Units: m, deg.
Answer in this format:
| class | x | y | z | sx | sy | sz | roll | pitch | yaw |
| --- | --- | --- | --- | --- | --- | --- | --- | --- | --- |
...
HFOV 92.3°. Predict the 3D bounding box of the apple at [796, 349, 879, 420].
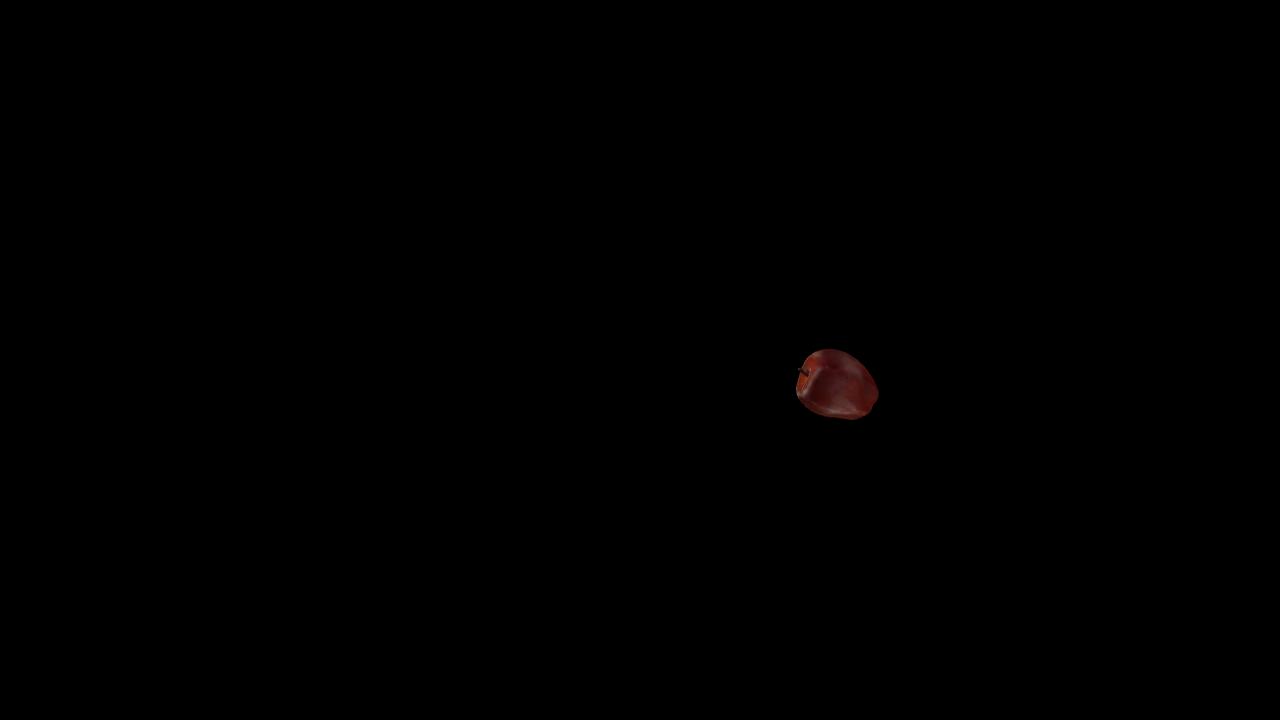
| class | x | y | z | sx | sy | sz | roll | pitch | yaw |
| --- | --- | --- | --- | --- | --- | --- | --- | --- | --- |
| apple | 0.225 | 0.029 | 0.708 | 0.093 | 0.079 | 0.079 | 22 | -1 | -3 |
